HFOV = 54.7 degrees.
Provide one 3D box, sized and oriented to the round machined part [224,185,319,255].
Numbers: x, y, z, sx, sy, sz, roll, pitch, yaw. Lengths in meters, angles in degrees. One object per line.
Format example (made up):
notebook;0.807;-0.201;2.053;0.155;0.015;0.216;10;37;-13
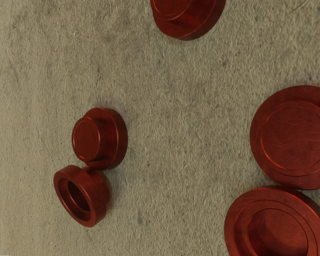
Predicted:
round machined part;0.116;0.104;0.298;0.098;0.042;0.097;0;90;40

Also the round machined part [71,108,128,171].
round machined part;-0.099;0.017;0.476;0.098;0.042;0.097;0;90;40

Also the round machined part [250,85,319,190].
round machined part;0.129;0.009;0.287;0.098;0.042;0.097;0;90;40

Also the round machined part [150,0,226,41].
round machined part;0.026;-0.159;0.372;0.098;0.042;0.097;0;90;40

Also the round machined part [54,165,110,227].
round machined part;-0.115;0.099;0.474;0.098;0.042;0.097;22;127;32
